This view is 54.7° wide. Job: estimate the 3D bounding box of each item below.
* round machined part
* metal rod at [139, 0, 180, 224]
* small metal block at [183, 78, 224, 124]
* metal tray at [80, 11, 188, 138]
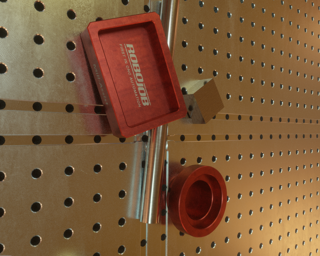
[{"bbox_3d":[0.048,0.101,0.441,0.099,0.042,0.097,0,90,-40],"label":"round machined part"},{"bbox_3d":[0.000,-0.028,0.411,0.025,0.025,0.298,9,84,-40],"label":"metal rod"},{"bbox_3d":[0.065,-0.040,0.466,0.050,0.025,0.050,-40,114,-33],"label":"small metal block"},{"bbox_3d":[-0.028,-0.062,0.364,0.091,0.030,0.129,-21,98,-27],"label":"metal tray"}]
